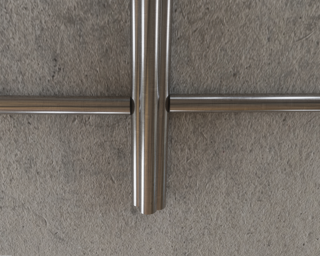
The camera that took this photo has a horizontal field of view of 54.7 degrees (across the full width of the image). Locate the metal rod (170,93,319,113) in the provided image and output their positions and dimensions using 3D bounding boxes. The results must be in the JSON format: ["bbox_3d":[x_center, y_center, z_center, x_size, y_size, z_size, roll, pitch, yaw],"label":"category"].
[{"bbox_3d":[0.164,-0.033,0.401,0.302,0.025,0.025,0,110,-1],"label":"metal rod"}]

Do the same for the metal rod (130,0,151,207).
[{"bbox_3d":[-0.025,-0.032,0.400,0.025,0.025,0.298,1,110,-1],"label":"metal rod"}]

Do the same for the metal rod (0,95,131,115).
[{"bbox_3d":[-0.189,-0.030,0.397,0.302,0.025,0.025,0,110,-1],"label":"metal rod"}]

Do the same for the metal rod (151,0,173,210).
[{"bbox_3d":[0.000,-0.026,0.402,0.025,0.025,0.298,1,110,-1],"label":"metal rod"}]

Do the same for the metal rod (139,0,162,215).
[{"bbox_3d":[-0.013,-0.026,0.380,0.025,0.025,0.298,1,110,-1],"label":"metal rod"}]
